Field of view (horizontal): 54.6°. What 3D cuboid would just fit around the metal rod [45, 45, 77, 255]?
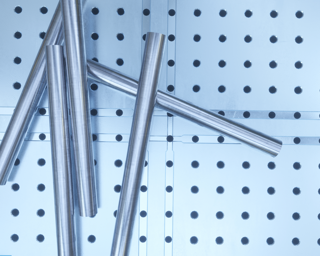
[{"bbox_3d":[-0.127,0.046,0.402,0.025,0.025,0.298,-2,94,0],"label":"metal rod"}]

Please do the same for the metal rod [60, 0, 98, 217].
[{"bbox_3d":[-0.102,-0.034,0.393,0.025,0.025,0.298,-3,98,0],"label":"metal rod"}]

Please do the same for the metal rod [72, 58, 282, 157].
[{"bbox_3d":[0.018,-0.031,0.413,0.301,0.025,0.025,23,90,0],"label":"metal rod"}]

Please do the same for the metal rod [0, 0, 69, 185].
[{"bbox_3d":[-0.161,-0.067,0.412,0.025,0.025,0.299,22,90,0],"label":"metal rod"}]

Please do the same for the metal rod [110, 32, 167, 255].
[{"bbox_3d":[-0.030,0.032,0.396,0.025,0.025,0.298,10,97,0],"label":"metal rod"}]
